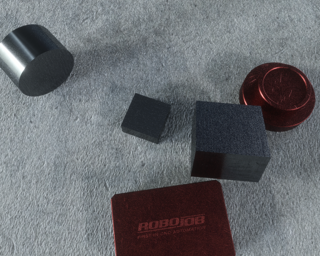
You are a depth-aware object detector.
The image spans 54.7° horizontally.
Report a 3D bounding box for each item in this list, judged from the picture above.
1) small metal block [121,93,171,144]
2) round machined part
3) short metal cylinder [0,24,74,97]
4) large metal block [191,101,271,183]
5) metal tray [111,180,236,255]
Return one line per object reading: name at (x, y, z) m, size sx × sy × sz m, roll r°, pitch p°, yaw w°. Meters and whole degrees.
small metal block at (-0.018, -0.013, 0.413) m, size 0.050 × 0.025 × 0.050 m, roll 19°, pitch 71°, yaw 6°
round machined part at (0.161, -0.047, 0.418) m, size 0.099 × 0.042 × 0.098 m, roll 0°, pitch 70°, yaw -1°
short metal cylinder at (-0.163, -0.088, 0.409) m, size 0.080 × 0.080 × 0.050 m, roll -41°, pitch 75°, yaw -14°
large metal block at (0.081, 0.015, 0.376) m, size 0.080 × 0.050 × 0.080 m, roll 5°, pitch 47°, yaw 1°
metal tray at (0.013, 0.116, 0.363) m, size 0.131 × 0.030 × 0.090 m, roll -8°, pitch 70°, yaw -3°
